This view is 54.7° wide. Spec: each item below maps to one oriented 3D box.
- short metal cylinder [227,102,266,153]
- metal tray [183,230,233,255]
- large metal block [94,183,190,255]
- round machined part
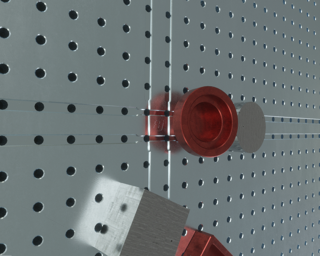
[{"bbox_3d":[0.126,-0.001,0.498,0.081,0.050,0.080,0,91,-41],"label":"short metal cylinder"},{"bbox_3d":[0.058,0.231,0.454,0.090,0.030,0.130,50,60,-28],"label":"metal tray"},{"bbox_3d":[-0.019,0.121,0.377,0.080,0.050,0.080,33,70,-35],"label":"large metal block"},{"bbox_3d":[0.060,-0.008,0.440,0.099,0.042,0.097,1,87,-29],"label":"round machined part"}]
